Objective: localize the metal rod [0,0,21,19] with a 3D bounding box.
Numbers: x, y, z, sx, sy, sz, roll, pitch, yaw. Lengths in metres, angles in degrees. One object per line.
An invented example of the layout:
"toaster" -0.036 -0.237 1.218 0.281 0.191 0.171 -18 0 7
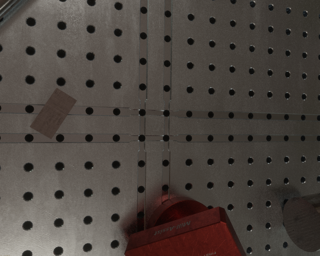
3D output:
"metal rod" -0.122 -0.212 0.367 0.025 0.025 0.300 42 76 -16

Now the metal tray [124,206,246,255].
"metal tray" 0.034 0.159 0.384 0.130 0.030 0.090 -22 107 14

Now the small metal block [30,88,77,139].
"small metal block" -0.122 -0.016 0.355 0.025 0.050 0.050 34 79 -17

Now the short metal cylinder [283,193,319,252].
"short metal cylinder" 0.237 0.143 0.473 0.050 0.080 0.079 -4 92 -20

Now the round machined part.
"round machined part" 0.034 0.146 0.418 0.099 0.042 0.097 0 90 -21
